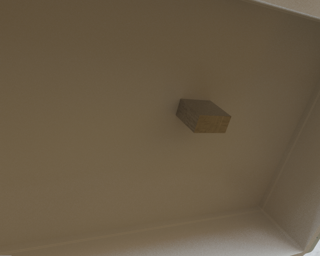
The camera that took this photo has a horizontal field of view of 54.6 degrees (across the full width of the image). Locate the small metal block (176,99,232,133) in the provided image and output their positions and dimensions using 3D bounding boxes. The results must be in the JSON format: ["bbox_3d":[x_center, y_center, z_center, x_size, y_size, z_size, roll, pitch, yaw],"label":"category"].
[{"bbox_3d":[0.057,-0.016,0.413,0.050,0.050,0.025,1,118,-29],"label":"small metal block"}]
